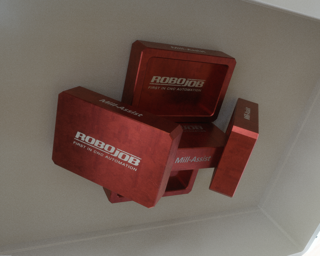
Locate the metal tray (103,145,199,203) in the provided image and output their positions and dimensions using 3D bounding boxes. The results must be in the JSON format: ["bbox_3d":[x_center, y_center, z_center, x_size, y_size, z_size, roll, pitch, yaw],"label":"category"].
[{"bbox_3d":[-0.006,0.053,0.431,0.131,0.030,0.089,0,118,-29],"label":"metal tray"}]

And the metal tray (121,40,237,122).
[{"bbox_3d":[0.023,-0.053,0.383,0.131,0.030,0.089,-1,119,-29],"label":"metal tray"}]

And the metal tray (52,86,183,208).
[{"bbox_3d":[-0.050,0.019,0.331,0.030,0.130,0.089,-40,148,-61],"label":"metal tray"}]

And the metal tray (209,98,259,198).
[{"bbox_3d":[0.101,0.020,0.415,0.030,0.130,0.089,19,115,10],"label":"metal tray"}]

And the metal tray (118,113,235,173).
[{"bbox_3d":[0.018,0.014,0.383,0.131,0.090,0.030,0,118,-29],"label":"metal tray"}]
